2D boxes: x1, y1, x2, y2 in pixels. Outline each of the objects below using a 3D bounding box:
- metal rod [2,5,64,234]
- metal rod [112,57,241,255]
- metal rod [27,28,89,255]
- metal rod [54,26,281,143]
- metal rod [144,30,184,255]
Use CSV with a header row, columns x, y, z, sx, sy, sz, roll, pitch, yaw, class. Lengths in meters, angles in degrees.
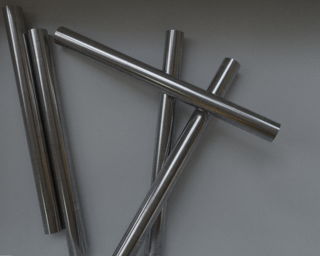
x,y,z,sx,sy,sz,roll,pitch,yaw,class
-0.167,-0.011,0.409,0.025,0.025,0.298,-11,90,0,metal rod
0.021,0.042,0.390,0.025,0.025,0.300,30,81,0,metal rod
-0.135,0.019,0.410,0.025,0.025,0.298,-11,90,0,metal rod
0.001,-0.058,0.386,0.301,0.025,0.025,26,90,9,metal rod
0.005,0.022,0.411,0.025,0.025,0.298,6,90,0,metal rod
